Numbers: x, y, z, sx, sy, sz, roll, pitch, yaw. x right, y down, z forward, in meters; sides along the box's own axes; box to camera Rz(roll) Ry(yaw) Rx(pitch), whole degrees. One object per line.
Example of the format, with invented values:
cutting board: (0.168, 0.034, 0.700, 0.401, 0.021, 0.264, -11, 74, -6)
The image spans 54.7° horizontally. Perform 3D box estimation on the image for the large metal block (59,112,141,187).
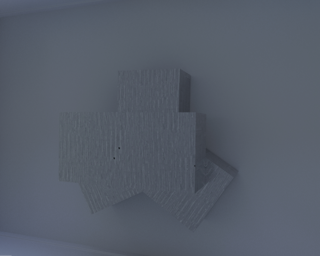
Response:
large metal block: (-0.070, 0.022, 0.367, 0.080, 0.050, 0.080, 1, 90, 20)

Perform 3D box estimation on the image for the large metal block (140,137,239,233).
large metal block: (0.037, 0.064, 0.381, 0.080, 0.050, 0.080, 36, 101, 17)

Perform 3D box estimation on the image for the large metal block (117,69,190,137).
large metal block: (-0.007, -0.031, 0.398, 0.080, 0.050, 0.080, 2, 91, 20)

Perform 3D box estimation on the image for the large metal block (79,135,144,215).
large metal block: (-0.063, 0.059, 0.418, 0.080, 0.050, 0.080, -27, 81, 18)

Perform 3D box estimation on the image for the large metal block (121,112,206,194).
large metal block: (0.005, 0.024, 0.339, 0.080, 0.050, 0.080, 1, 90, 20)
